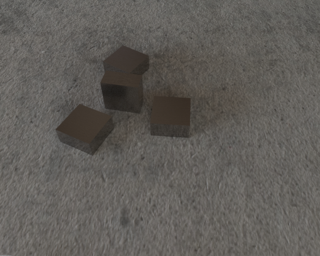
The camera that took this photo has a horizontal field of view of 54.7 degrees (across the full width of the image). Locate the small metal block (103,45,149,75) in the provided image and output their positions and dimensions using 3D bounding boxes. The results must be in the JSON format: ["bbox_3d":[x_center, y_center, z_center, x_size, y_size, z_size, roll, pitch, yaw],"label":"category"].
[{"bbox_3d":[-0.052,-0.099,0.486,0.050,0.025,0.050,27,55,20],"label":"small metal block"}]

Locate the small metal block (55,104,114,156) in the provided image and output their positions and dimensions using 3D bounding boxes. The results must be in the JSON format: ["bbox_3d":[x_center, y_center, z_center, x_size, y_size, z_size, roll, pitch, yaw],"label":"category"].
[{"bbox_3d":[-0.096,0.001,0.401,0.050,0.025,0.050,21,53,16],"label":"small metal block"}]

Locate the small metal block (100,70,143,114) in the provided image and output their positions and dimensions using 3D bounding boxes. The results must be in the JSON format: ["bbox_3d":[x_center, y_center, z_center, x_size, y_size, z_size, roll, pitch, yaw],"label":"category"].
[{"bbox_3d":[-0.051,-0.049,0.428,0.050,0.050,0.025,8,51,7],"label":"small metal block"}]

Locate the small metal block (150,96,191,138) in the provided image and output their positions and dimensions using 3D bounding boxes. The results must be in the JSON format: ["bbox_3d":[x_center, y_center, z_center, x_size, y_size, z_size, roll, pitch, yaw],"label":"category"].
[{"bbox_3d":[0.015,-0.015,0.416,0.050,0.025,0.050,4,50,2],"label":"small metal block"}]
